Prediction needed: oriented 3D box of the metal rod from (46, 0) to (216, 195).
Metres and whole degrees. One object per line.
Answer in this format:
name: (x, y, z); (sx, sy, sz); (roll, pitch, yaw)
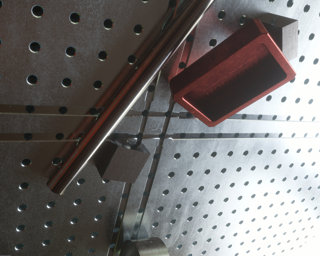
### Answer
metal rod: (-0.037, -0.041, 0.366); (0.025, 0.025, 0.299); (33, 100, -39)

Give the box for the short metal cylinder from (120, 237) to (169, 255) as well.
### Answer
short metal cylinder: (-0.026, 0.220, 0.500); (0.050, 0.080, 0.079); (6, 115, -32)

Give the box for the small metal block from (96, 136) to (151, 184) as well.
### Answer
small metal block: (-0.049, 0.044, 0.413); (0.050, 0.025, 0.050); (17, 109, -35)

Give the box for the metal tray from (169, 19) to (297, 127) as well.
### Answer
metal tray: (0.089, -0.061, 0.387); (0.130, 0.030, 0.090); (-34, 134, 26)

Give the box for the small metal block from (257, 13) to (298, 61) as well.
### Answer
small metal block: (0.152, -0.118, 0.407); (0.025, 0.050, 0.050); (-28, 128, -13)
